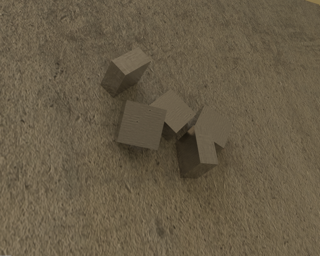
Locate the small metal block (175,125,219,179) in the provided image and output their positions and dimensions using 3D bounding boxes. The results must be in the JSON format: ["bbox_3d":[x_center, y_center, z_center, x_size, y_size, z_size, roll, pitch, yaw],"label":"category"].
[{"bbox_3d":[0.045,0.032,0.392,0.025,0.050,0.050,8,59,-24],"label":"small metal block"}]

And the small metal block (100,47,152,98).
[{"bbox_3d":[-0.045,-0.073,0.408,0.025,0.050,0.050,47,51,4],"label":"small metal block"}]

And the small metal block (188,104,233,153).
[{"bbox_3d":[0.070,0.002,0.440,0.050,0.025,0.050,34,51,-6],"label":"small metal block"}]

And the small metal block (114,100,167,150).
[{"bbox_3d":[-0.024,-0.003,0.376,0.050,0.025,0.050,13,88,-17],"label":"small metal block"}]

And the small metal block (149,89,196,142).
[{"bbox_3d":[0.013,-0.018,0.421,0.050,0.025,0.050,46,51,3],"label":"small metal block"}]
